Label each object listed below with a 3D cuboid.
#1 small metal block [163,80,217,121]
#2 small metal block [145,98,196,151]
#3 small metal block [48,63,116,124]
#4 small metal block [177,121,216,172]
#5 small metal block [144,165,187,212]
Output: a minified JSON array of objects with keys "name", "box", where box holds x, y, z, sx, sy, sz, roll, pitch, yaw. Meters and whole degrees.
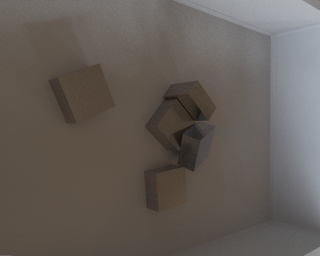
[{"name":"small metal block","box":[0.040,-0.036,0.424,0.050,0.050,0.025,49,61,-29]},{"name":"small metal block","box":[0.015,-0.004,0.419,0.050,0.025,0.050,49,61,-29]},{"name":"small metal block","box":[-0.083,-0.037,0.336,0.050,0.025,0.050,-30,109,-36]},{"name":"small metal block","box":[0.051,0.024,0.428,0.050,0.025,0.050,-35,141,-50]},{"name":"small metal block","box":[0.008,0.079,0.413,0.050,0.025,0.050,-7,95,-40]}]
